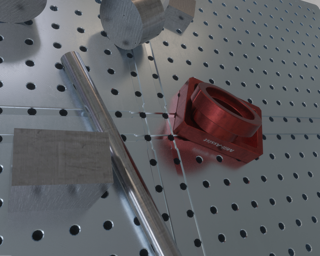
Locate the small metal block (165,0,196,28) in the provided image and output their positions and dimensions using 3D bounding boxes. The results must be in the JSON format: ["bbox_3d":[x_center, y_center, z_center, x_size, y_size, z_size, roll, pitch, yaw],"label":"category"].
[{"bbox_3d":[0.035,-0.217,0.559,0.050,0.025,0.050,21,54,-16],"label":"small metal block"}]

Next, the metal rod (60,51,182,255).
[{"bbox_3d":[-0.046,0.035,0.361,0.025,0.025,0.299,-18,71,-35],"label":"metal rod"}]

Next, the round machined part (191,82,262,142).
[{"bbox_3d":[0.084,-0.018,0.420,0.098,0.042,0.098,25,25,-12],"label":"round machined part"}]

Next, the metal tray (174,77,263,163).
[{"bbox_3d":[0.090,-0.012,0.459,0.131,0.030,0.090,22,54,-15],"label":"metal tray"}]

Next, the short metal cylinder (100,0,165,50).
[{"bbox_3d":[-0.040,-0.161,0.449,0.080,0.080,0.050,46,51,4],"label":"short metal cylinder"}]

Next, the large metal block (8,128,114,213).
[{"bbox_3d":[-0.097,0.043,0.294,0.081,0.080,0.050,3,60,-27],"label":"large metal block"}]

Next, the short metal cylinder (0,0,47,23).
[{"bbox_3d":[-0.186,-0.177,0.381,0.081,0.080,0.050,-8,66,-32],"label":"short metal cylinder"}]
